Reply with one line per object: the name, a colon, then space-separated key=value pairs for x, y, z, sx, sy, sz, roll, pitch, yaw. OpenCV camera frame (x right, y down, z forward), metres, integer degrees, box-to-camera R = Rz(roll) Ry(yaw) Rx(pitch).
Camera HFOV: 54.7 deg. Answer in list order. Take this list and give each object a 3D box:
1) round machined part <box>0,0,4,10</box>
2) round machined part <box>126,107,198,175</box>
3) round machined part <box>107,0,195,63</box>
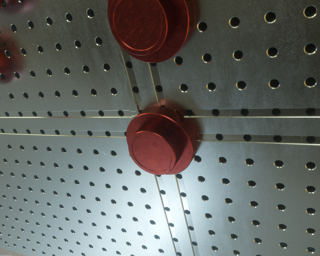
round machined part: x=-0.246 y=-0.192 z=0.408 sx=0.098 sy=0.042 sz=0.097 roll=13 pitch=124 yaw=20
round machined part: x=-0.003 y=0.024 z=0.415 sx=0.098 sy=0.042 sz=0.097 roll=13 pitch=124 yaw=20
round machined part: x=-0.015 y=-0.117 z=0.335 sx=0.098 sy=0.042 sz=0.097 roll=13 pitch=124 yaw=20
